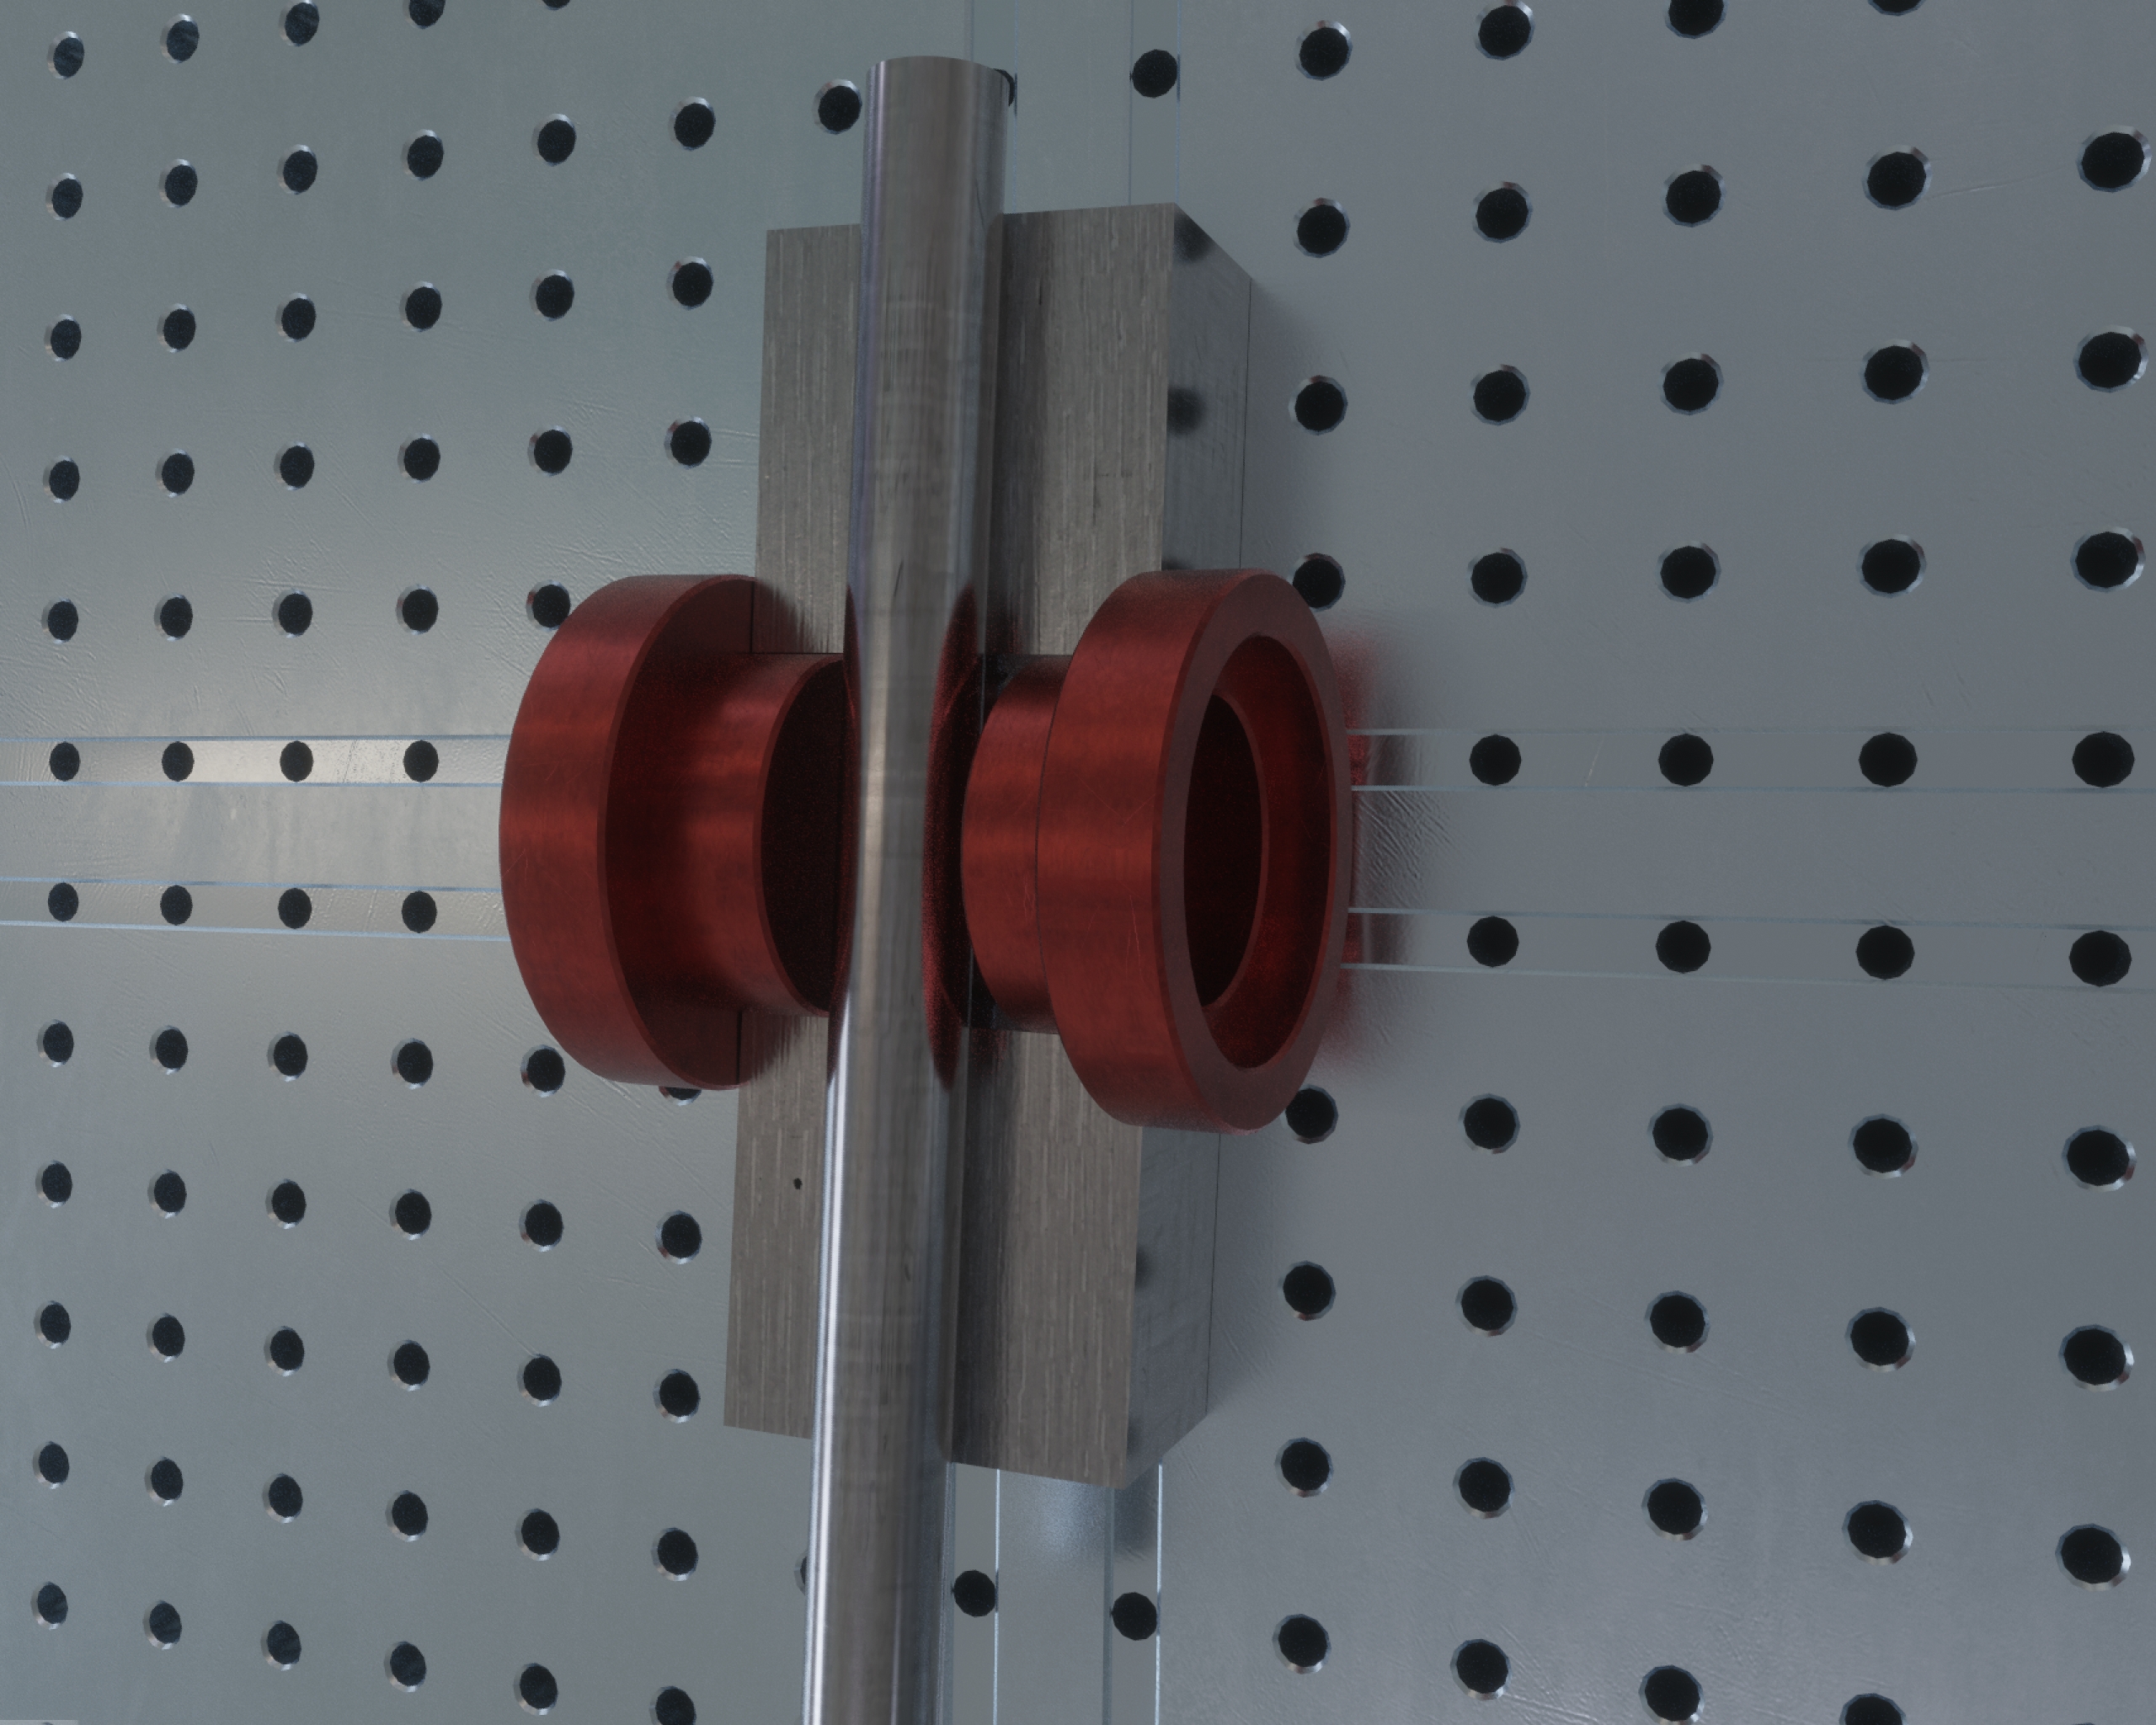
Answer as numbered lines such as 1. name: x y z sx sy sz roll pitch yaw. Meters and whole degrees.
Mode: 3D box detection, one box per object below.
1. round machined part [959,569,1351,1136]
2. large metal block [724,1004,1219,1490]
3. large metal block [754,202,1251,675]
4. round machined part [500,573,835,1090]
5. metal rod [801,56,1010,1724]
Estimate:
1. round machined part: 0.013 -0.002 0.369 0.042 0.098 0.097 2 91 25
2. large metal block: -0.019 0.069 0.405 0.080 0.050 0.079 3 91 20
3. large metal block: -0.014 -0.078 0.404 0.080 0.050 0.079 2 91 20
4. round machined part: -0.062 -0.006 0.395 0.042 0.098 0.097 2 91 20
5. metal rod: -0.031 0.011 0.370 0.025 0.025 0.298 3 91 20
